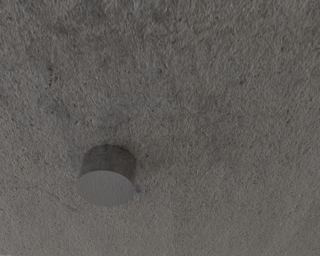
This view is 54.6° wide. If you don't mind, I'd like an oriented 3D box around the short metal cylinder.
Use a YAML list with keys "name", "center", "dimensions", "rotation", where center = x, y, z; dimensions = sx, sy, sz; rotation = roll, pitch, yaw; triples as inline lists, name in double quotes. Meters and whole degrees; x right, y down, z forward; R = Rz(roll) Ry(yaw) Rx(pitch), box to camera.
- name: "short metal cylinder"
  center: [-0.076, 0.070, 0.449]
  dimensions: [0.080, 0.050, 0.080]
  rotation: [0, 130, 0]
